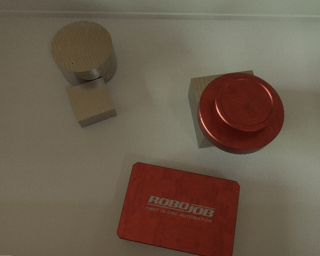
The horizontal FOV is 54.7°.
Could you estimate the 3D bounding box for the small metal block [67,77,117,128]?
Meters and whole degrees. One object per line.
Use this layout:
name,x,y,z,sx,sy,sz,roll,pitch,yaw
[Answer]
small metal block,-0.092,-0.034,0.421,0.050,0.025,0.050,-20,72,-8

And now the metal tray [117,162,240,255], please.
metal tray,0.023,0.098,0.371,0.131,0.030,0.090,11,70,3

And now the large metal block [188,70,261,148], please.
large metal block,0.086,-0.024,0.406,0.081,0.050,0.080,-8,70,-4

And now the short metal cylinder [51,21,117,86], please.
short metal cylinder,-0.103,-0.101,0.432,0.081,0.050,0.080,0,70,0

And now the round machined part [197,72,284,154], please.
round machined part,0.094,-0.022,0.357,0.099,0.042,0.098,0,70,-1
